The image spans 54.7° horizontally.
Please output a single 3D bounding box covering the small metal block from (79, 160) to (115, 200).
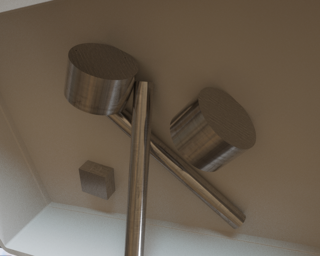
[{"bbox_3d":[-0.104,0.087,0.515,0.050,0.025,0.050,14,124,20],"label":"small metal block"}]

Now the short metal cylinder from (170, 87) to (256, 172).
[{"bbox_3d":[0.058,0.002,0.343,0.080,0.080,0.050,43,129,-2],"label":"short metal cylinder"}]

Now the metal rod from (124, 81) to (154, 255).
[{"bbox_3d":[-0.029,0.091,0.397,0.025,0.025,0.298,6,95,25],"label":"metal rod"}]

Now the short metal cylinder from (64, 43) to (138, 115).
[{"bbox_3d":[-0.071,-0.060,0.372,0.080,0.080,0.050,29,128,9],"label":"short metal cylinder"}]

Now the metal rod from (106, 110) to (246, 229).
[{"bbox_3d":[-0.002,0.031,0.427,0.300,0.025,0.025,41,129,-1],"label":"metal rod"}]
